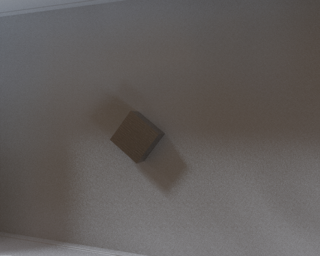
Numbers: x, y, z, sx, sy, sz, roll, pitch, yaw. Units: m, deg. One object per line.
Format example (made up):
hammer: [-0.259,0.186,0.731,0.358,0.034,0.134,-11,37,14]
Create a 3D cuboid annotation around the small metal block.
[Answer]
small metal block: [-0.031,0.012,0.420,0.050,0.025,0.050,40,102,15]
